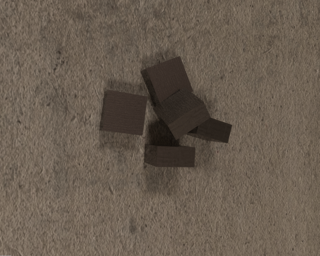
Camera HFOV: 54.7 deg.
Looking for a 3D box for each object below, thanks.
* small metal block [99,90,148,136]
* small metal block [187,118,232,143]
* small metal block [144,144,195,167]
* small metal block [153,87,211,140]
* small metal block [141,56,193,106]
[{"bbox_3d":[-0.047,-0.018,0.393,0.050,0.025,0.050,8,87,-20],"label":"small metal block"},{"bbox_3d":[0.059,0.001,0.416,0.050,0.050,0.025,17,85,-25],"label":"small metal block"},{"bbox_3d":[0.011,0.035,0.401,0.050,0.050,0.025,3,89,-20],"label":"small metal block"},{"bbox_3d":[0.026,-0.019,0.384,0.050,0.050,0.025,-33,125,-4],"label":"small metal block"},{"bbox_3d":[0.009,-0.062,0.413,0.050,0.025,0.050,-24,98,-19],"label":"small metal block"}]
